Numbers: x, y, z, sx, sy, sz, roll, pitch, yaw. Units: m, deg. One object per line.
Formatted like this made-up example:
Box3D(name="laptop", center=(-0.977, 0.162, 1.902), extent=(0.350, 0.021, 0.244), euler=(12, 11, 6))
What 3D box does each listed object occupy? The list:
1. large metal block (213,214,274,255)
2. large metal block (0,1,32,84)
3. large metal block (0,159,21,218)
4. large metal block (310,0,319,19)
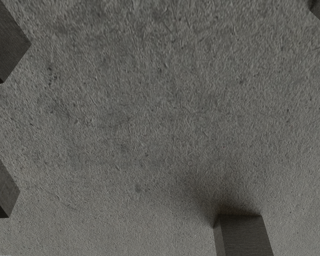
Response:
Box3D(name="large metal block", center=(0.143, 0.201, 0.544), extent=(0.081, 0.080, 0.050), euler=(4, 130, -4))
Box3D(name="large metal block", center=(-0.180, -0.089, 0.294), extent=(0.050, 0.080, 0.080), euler=(-17, 128, 13))
Box3D(name="large metal block", center=(-0.274, 0.094, 0.468), extent=(0.080, 0.050, 0.080), euler=(-4, 130, 3))
Box3D(name="large metal block", center=(0.193, -0.138, 0.275), extent=(0.080, 0.050, 0.080), euler=(-4, 130, 3))
